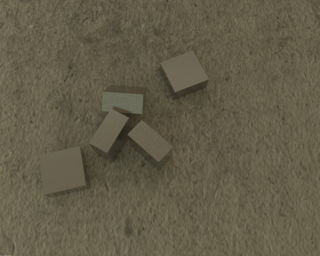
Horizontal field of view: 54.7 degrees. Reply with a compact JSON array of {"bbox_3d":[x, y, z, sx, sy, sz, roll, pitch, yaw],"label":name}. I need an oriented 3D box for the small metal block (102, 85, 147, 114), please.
[{"bbox_3d":[-0.045,-0.038,0.406,0.050,0.050,0.025,4,107,1],"label":"small metal block"}]

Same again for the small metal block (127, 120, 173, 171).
[{"bbox_3d":[-0.012,0.023,0.386,0.050,0.050,0.025,40,75,13],"label":"small metal block"}]

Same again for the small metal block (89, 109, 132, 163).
[{"bbox_3d":[-0.060,0.011,0.390,0.025,0.050,0.050,27,72,9],"label":"small metal block"}]

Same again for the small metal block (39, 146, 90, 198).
[{"bbox_3d":[-0.119,0.055,0.387,0.050,0.025,0.050,-12,71,-5],"label":"small metal block"}]

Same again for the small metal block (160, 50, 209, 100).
[{"bbox_3d":[0.033,-0.074,0.436,0.050,0.025,0.050,-22,72,-8],"label":"small metal block"}]
